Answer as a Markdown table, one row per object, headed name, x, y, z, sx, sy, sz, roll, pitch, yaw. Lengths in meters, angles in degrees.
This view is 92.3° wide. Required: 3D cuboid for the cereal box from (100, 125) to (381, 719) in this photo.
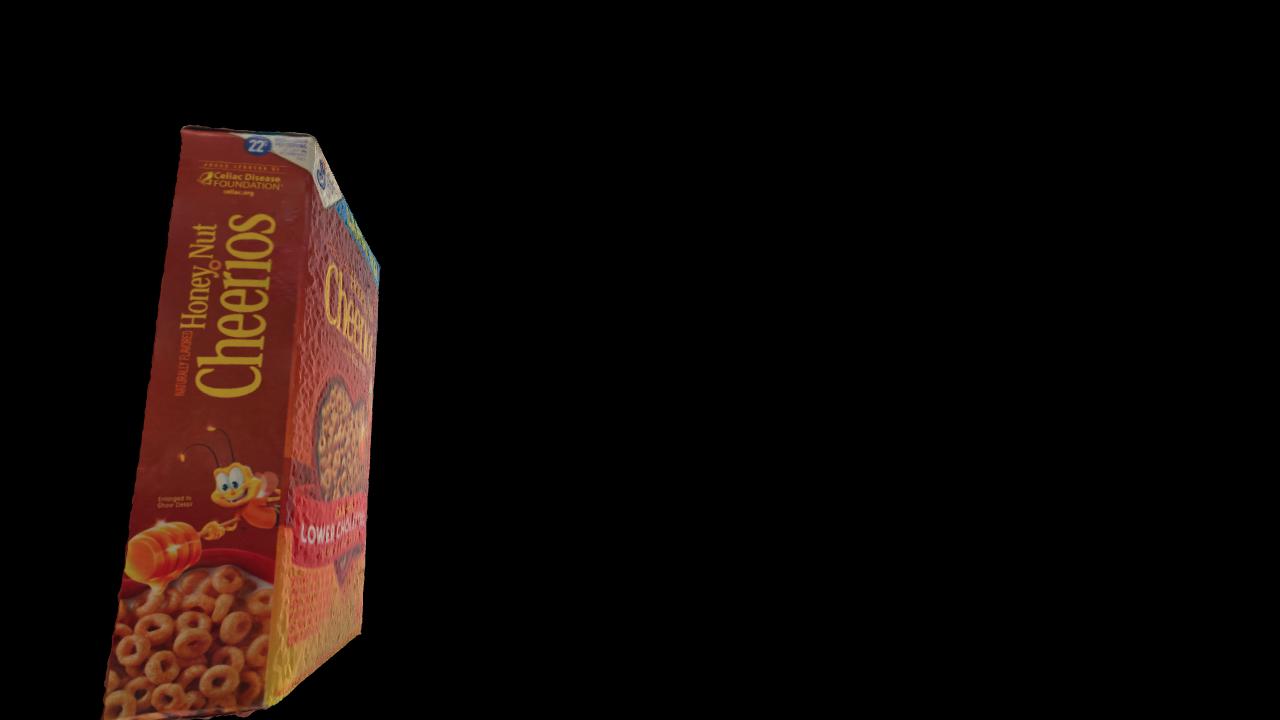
| name | x | y | z | sx | sy | sz | roll | pitch | yaw |
| --- | --- | --- | --- | --- | --- | --- | --- | --- | --- |
| cereal box | -0.230 | 0.038 | 0.402 | 0.081 | 0.306 | 0.203 | 1 | -15 | -13 |
